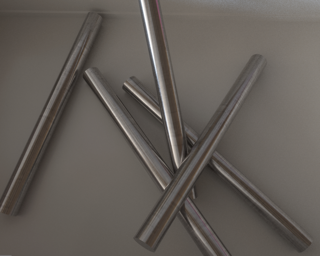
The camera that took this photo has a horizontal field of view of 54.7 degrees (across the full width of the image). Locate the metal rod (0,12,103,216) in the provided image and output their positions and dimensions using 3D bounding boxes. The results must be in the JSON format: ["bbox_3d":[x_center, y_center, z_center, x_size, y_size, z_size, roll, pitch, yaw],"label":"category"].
[{"bbox_3d":[-0.141,-0.033,0.419,0.025,0.025,0.299,16,71,5],"label":"metal rod"}]

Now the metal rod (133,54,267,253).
[{"bbox_3d":[0.063,0.009,0.374,0.025,0.025,0.301,31,60,10],"label":"metal rod"}]

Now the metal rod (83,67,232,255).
[{"bbox_3d":[-0.014,0.034,0.380,0.025,0.025,0.300,-32,67,-11],"label":"metal rod"}]

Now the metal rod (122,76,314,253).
[{"bbox_3d":[0.063,0.037,0.396,0.300,0.025,0.025,43,75,14],"label":"metal rod"}]

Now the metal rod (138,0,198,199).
[{"bbox_3d":[0.005,-0.060,0.375,0.025,0.025,0.298,-11,92,-5],"label":"metal rod"}]
